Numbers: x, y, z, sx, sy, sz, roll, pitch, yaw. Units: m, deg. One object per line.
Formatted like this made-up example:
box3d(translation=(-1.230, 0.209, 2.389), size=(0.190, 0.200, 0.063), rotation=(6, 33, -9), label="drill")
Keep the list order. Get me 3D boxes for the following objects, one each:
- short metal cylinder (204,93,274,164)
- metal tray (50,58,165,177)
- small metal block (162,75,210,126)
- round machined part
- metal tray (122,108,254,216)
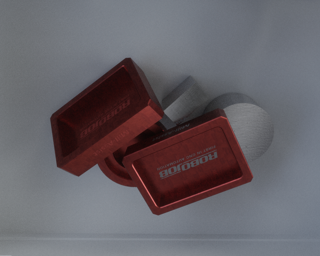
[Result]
box3d(translation=(0.097, 0.000, 0.397), size=(0.081, 0.050, 0.079), rotation=(0, 110, -1), label="short metal cylinder")
box3d(translation=(-0.068, -0.014, 0.367), size=(0.130, 0.090, 0.030), rotation=(-35, 138, 11), label="metal tray")
box3d(translation=(0.030, -0.035, 0.383), size=(0.050, 0.050, 0.025), rotation=(-41, 105, 12), label="small metal block")
box3d(translation=(-0.033, 0.026, 0.411), size=(0.099, 0.042, 0.097), rotation=(0, 110, -1), label="round machined part")
box3d(translation=(0.033, 0.043, 0.372), size=(0.130, 0.030, 0.090), rotation=(-24, 108, 12), label="metal tray")
